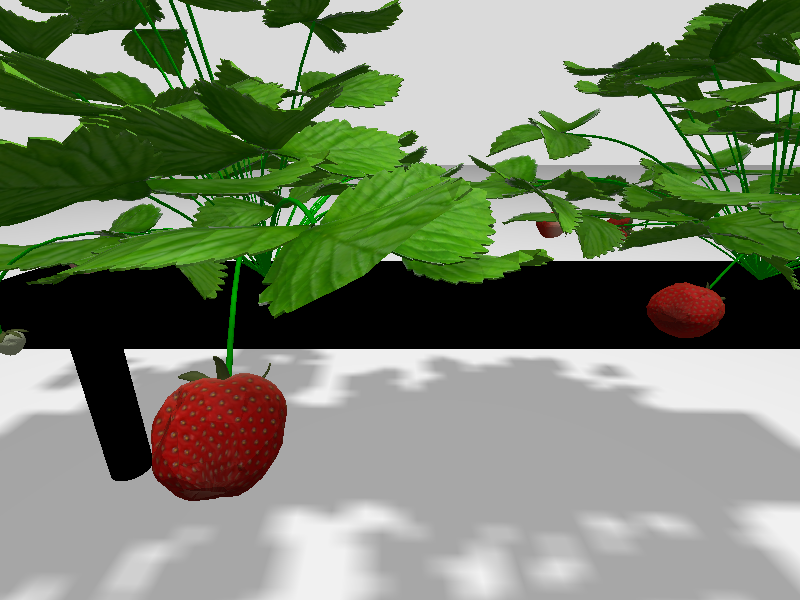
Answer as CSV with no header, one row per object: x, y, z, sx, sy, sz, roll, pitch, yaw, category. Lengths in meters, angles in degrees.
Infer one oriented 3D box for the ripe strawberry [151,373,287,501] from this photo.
-0.060,0.047,0.134,0.044,0.039,0.040,-5,34,-13,ripe strawberry

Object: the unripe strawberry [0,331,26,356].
-0.223,0.025,0.228,0.012,0.013,0.014,14,25,33,unripe strawberry

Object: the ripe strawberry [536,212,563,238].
0.202,-0.100,0.534,0.040,0.034,0.040,-14,24,-32,ripe strawberry

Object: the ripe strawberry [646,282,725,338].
0.172,0.008,0.245,0.035,0.035,0.039,-16,26,-35,ripe strawberry

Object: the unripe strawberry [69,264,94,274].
-0.297,-0.038,0.379,0.030,0.026,0.030,-13,18,11,unripe strawberry

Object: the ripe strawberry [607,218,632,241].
0.279,-0.093,0.515,0.031,0.035,0.033,-6,20,-16,ripe strawberry
